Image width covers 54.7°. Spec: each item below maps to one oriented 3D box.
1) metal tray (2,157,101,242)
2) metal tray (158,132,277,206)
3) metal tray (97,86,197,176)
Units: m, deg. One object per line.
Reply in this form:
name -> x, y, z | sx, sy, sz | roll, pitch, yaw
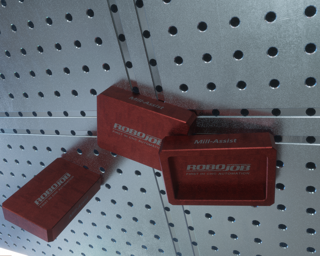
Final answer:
metal tray -> -0.167, 0.108, 0.496 | 0.090, 0.131, 0.030 | 21, 126, 15
metal tray -> 0.070, 0.053, 0.378 | 0.131, 0.030, 0.089 | -3, 122, 12
metal tray -> -0.022, 0.004, 0.421 | 0.130, 0.030, 0.089 | 19, 126, 16
